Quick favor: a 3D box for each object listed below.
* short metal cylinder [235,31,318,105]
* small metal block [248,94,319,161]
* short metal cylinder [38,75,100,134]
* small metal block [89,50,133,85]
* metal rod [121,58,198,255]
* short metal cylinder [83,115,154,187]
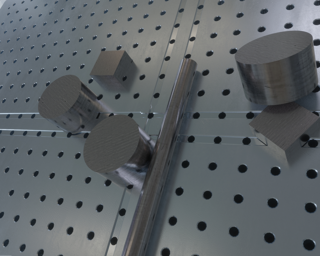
[{"bbox_3d":[0.130,-0.068,0.347,0.080,0.050,0.080,-18,29,11],"label":"short metal cylinder"},{"bbox_3d":[0.135,-0.002,0.338,0.050,0.025,0.050,-43,51,-2],"label":"small metal block"},{"bbox_3d":[-0.143,-0.037,0.490,0.080,0.050,0.080,-13,56,21],"label":"short metal cylinder"},{"bbox_3d":[-0.081,-0.100,0.512,0.050,0.025,0.050,7,65,31],"label":"small metal block"},{"bbox_3d":[0.001,0.040,0.382,0.025,0.025,0.300,3,63,29],"label":"metal rod"},{"bbox_3d":[-0.050,0.029,0.401,0.080,0.050,0.080,-13,56,21],"label":"short metal cylinder"}]
